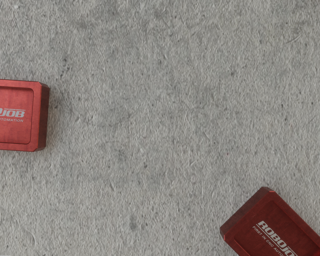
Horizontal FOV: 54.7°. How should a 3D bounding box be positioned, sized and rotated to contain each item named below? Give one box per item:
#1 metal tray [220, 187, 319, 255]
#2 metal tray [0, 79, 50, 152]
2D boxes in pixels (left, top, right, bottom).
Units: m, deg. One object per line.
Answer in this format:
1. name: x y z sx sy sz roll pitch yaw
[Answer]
1. metal tray: 0.156 0.154 0.408 0.090 0.030 0.130 -45 90 0
2. metal tray: -0.217 -0.018 0.405 0.131 0.030 0.089 4 90 0
